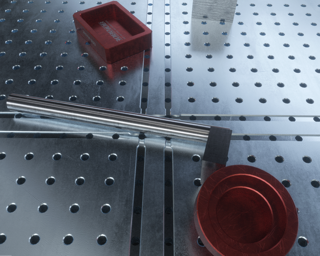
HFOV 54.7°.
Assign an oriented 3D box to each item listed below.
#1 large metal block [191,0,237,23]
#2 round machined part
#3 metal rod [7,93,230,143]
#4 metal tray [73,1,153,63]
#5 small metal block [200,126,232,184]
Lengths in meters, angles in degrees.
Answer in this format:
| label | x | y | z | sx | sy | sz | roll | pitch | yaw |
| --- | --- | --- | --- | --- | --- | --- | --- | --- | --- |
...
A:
| label | x | y | z | sx | sy | sz | roll | pitch | yaw |
| --- | --- | --- | --- | --- | --- | --- | --- | --- | --- |
| large metal block | 0.106 | -0.253 | 0.586 | 0.080 | 0.080 | 0.050 | 9 | 51 | 7 |
| round machined part | 0.083 | 0.090 | 0.315 | 0.099 | 0.042 | 0.098 | 2 | 60 | -3 |
| metal rod | -0.060 | -0.012 | 0.416 | 0.302 | 0.025 | 0.025 | 9 | 51 | 7 |
| metal tray | -0.084 | -0.174 | 0.549 | 0.091 | 0.030 | 0.130 | -28 | 56 | -22 |
| small metal block | 0.066 | 0.035 | 0.362 | 0.025 | 0.050 | 0.050 | 11 | 51 | 12 |
